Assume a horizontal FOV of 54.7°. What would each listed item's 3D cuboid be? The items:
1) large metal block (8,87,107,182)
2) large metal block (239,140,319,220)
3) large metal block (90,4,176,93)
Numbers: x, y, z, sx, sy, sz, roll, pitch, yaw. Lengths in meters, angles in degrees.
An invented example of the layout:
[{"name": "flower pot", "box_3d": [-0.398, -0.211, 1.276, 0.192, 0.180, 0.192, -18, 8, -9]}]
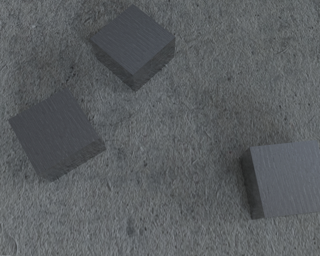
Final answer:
[{"name": "large metal block", "box_3d": [-0.126, 0.009, 0.390, 0.080, 0.050, 0.080, -32, 73, -11]}, {"name": "large metal block", "box_3d": [0.149, 0.064, 0.372, 0.081, 0.050, 0.080, -6, 70, -2]}, {"name": "large metal block", "box_3d": [-0.036, -0.112, 0.435, 0.080, 0.050, 0.080, 42, 75, 13]}]
